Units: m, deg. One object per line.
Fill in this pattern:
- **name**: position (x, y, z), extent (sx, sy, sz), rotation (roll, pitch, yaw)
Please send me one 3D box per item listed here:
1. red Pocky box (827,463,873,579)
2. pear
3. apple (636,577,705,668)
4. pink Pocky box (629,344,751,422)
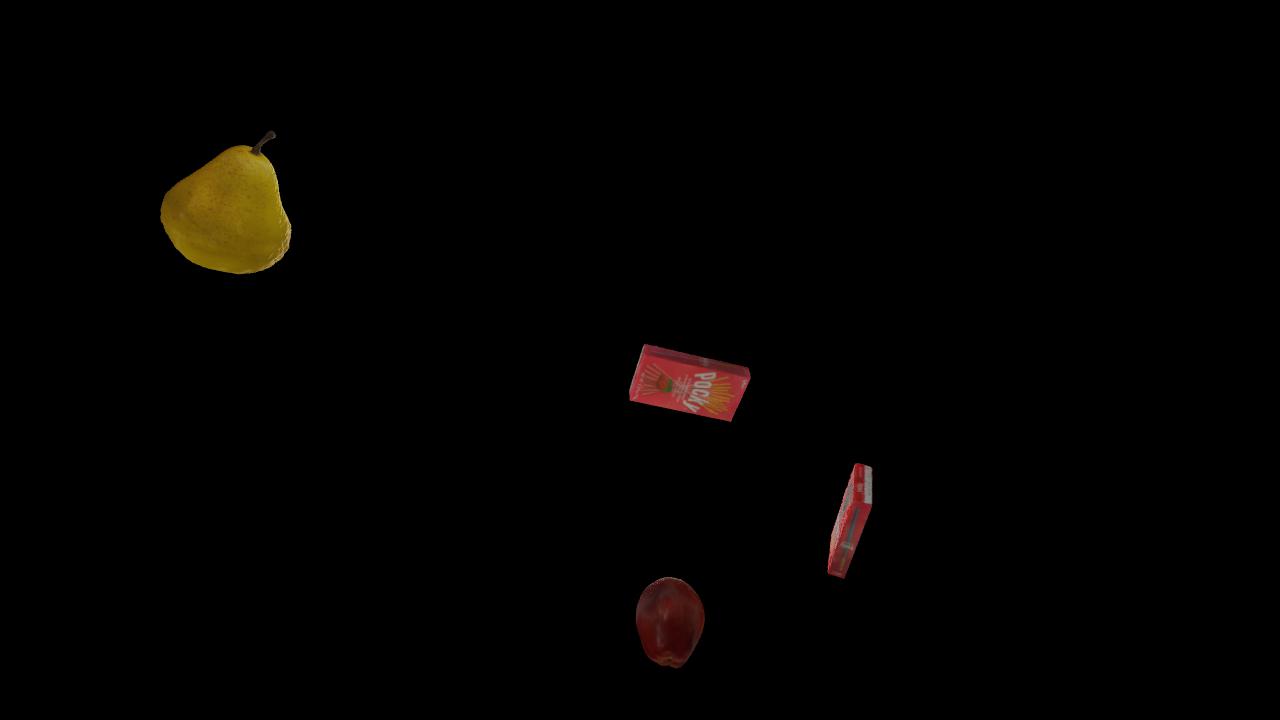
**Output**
- **red Pocky box**: position (0.304, 0.234, 0.891), extent (0.028, 0.155, 0.083), rotation (13, 33, 13)
- **pear**: position (-0.291, -0.117, 0.439), extent (0.080, 0.111, 0.080), rotation (21, 35, -15)
- **apple**: position (0.034, 0.292, 0.693), extent (0.079, 0.093, 0.079), rotation (6, -44, 6)
- **pink Pocky box**: position (0.069, 0.034, 0.863), extent (0.155, 0.084, 0.029), rotation (13, 34, -8)
